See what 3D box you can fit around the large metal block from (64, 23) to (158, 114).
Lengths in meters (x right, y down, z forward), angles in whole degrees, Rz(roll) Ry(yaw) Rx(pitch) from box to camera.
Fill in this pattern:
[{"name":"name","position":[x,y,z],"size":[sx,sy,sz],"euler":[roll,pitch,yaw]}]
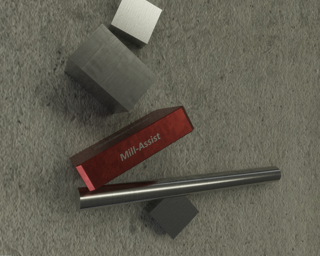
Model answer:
[{"name":"large metal block","position":[-0.060,-0.062,0.358],"size":[0.080,0.080,0.050],"euler":[42,77,-16]}]

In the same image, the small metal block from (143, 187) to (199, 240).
[{"name":"small metal block","position":[0.015,0.111,0.416],"size":[0.050,0.025,0.050],"euler":[-43,104,-15]}]

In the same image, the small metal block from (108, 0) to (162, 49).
[{"name":"small metal block","position":[-0.033,-0.139,0.398],"size":[0.050,0.025,0.050],"euler":[25,82,-19]}]

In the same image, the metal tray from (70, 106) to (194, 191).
[{"name":"metal tray","position":[-0.036,0.019,0.362],"size":[0.131,0.090,0.030],"euler":[-30,100,-18]}]

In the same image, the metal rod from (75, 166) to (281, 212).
[{"name":"metal rod","position":[0.044,0.074,0.403],"size":[0.303,0.025,0.025],"euler":[-1,91,-29]}]
